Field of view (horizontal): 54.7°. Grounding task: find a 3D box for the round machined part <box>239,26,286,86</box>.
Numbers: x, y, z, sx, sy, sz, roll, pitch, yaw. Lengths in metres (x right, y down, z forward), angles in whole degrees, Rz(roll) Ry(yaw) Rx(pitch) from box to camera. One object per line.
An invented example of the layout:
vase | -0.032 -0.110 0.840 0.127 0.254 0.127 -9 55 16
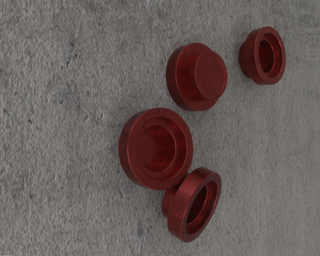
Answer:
round machined part | 0.175 -0.123 0.539 0.099 0.042 0.097 0 90 -40

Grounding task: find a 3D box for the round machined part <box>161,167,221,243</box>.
round machined part | 0.039 0.097 0.412 0.099 0.042 0.097 -32 132 -43

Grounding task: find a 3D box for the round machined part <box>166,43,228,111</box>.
round machined part | 0.059 -0.073 0.443 0.099 0.042 0.097 0 90 -40

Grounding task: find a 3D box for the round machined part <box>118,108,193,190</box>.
round machined part | -0.009 0.025 0.383 0.099 0.042 0.097 3 85 -37
